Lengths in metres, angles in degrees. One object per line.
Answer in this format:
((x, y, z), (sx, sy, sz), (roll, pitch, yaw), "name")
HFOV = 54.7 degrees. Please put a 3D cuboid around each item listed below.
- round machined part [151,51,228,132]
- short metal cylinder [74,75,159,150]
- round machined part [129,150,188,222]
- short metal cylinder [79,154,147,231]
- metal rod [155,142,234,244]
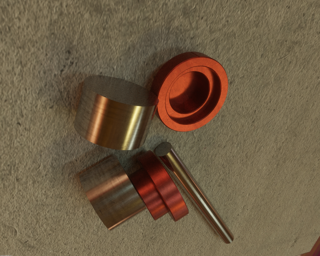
((0.032, -0.048, 0.385), (0.099, 0.042, 0.097), (-14, 125, -21), "round machined part")
((-0.047, -0.018, 0.335), (0.081, 0.080, 0.050), (5, 116, -31), "short metal cylinder")
((-0.007, 0.081, 0.408), (0.042, 0.098, 0.098), (-31, 129, -10), "round machined part")
((-0.059, 0.080, 0.390), (0.050, 0.080, 0.080), (-30, 129, -9), "short metal cylinder")
((0.070, 0.124, 0.524), (0.025, 0.025, 0.300), (-37, 130, -4), "metal rod")
